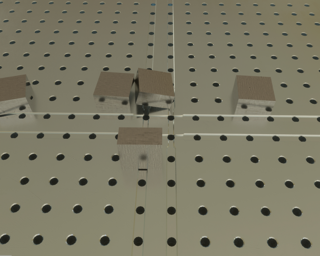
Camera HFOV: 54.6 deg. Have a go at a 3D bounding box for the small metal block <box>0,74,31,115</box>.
[{"bbox_3d":[-0.216,-0.048,0.447,0.050,0.025,0.050,-11,51,-9],"label":"small metal block"}]

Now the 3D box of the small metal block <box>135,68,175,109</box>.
[{"bbox_3d":[-0.009,-0.057,0.448,0.050,0.025,0.050,7,49,-15],"label":"small metal block"}]

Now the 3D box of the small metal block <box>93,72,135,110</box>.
[{"bbox_3d":[-0.065,-0.055,0.454,0.050,0.025,0.050,4,50,4],"label":"small metal block"}]

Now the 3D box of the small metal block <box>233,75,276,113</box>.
[{"bbox_3d":[0.136,-0.050,0.450,0.050,0.025,0.050,4,50,3],"label":"small metal block"}]

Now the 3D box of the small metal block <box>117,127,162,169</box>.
[{"bbox_3d":[-0.023,0.025,0.371,0.050,0.050,0.025,0,50,0],"label":"small metal block"}]
